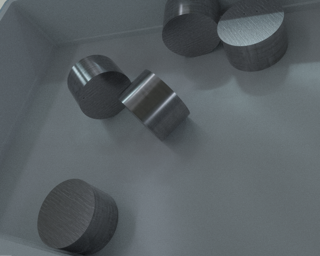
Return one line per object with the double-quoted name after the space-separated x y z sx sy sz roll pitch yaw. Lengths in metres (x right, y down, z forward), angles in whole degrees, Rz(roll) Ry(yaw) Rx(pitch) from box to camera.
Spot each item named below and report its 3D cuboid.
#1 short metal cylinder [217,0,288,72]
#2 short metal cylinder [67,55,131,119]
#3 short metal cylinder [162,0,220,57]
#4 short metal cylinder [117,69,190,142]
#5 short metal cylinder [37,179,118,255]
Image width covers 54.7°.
0.120 -0.120 0.400 0.080 0.050 0.080 -13 56 21 "short metal cylinder"
-0.088 -0.059 0.453 0.080 0.080 0.050 -41 51 1 "short metal cylinder"
0.045 -0.147 0.437 0.080 0.080 0.050 -9 58 23 "short metal cylinder"
-0.008 -0.028 0.392 0.050 0.080 0.080 -46 51 -3 "short metal cylinder"
-0.098 0.108 0.375 0.080 0.050 0.080 -13 56 21 "short metal cylinder"
